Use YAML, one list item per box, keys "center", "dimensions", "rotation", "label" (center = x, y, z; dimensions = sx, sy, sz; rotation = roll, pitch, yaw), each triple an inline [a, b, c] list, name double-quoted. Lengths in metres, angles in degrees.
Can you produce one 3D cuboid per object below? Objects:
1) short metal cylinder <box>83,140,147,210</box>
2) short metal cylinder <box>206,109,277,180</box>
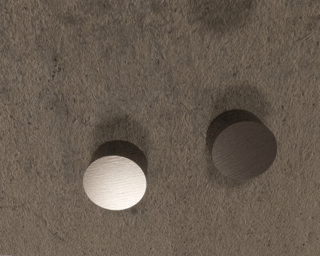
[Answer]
- center: [-0.058, 0.063, 0.419]
  dimensions: [0.081, 0.050, 0.079]
  rotation: [0, 110, -1]
  label: "short metal cylinder"
- center: [0.104, 0.021, 0.406]
  dimensions: [0.081, 0.050, 0.079]
  rotation: [0, 110, -1]
  label: "short metal cylinder"
